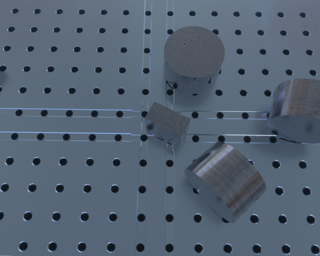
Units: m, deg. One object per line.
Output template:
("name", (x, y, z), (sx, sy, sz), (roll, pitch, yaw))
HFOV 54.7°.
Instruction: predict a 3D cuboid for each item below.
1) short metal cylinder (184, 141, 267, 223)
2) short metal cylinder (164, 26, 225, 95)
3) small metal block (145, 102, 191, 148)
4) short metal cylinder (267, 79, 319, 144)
("short metal cylinder", (0.074, 0.062, 0.360), (0.050, 0.080, 0.080), (-40, 75, -13))
("short metal cylinder", (0.046, -0.093, 0.433), (0.081, 0.050, 0.080), (0, 70, 0))
("small metal block", (0.009, -0.003, 0.400), (0.050, 0.050, 0.025), (27, 72, 9))
("short metal cylinder", (0.182, -0.019, 0.391), (0.080, 0.080, 0.050), (17, 71, 6))
